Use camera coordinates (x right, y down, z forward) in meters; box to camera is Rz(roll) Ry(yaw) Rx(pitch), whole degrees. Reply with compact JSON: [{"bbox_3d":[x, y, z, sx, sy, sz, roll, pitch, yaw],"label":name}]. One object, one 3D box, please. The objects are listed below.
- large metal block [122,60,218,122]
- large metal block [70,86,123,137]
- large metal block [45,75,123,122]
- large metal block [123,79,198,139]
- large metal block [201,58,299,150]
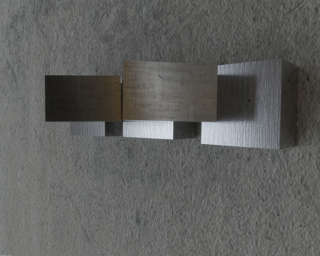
[{"bbox_3d":[0.005,-0.031,0.302,0.080,0.081,0.050,-172,84,-84],"label":"large metal block"},{"bbox_3d":[-0.089,-0.029,0.461,0.080,0.050,0.079,1,90,39],"label":"large metal block"},{"bbox_3d":[-0.086,-0.032,0.374,0.081,0.080,0.050,-1,90,-6],"label":"large metal block"},{"bbox_3d":[0.000,-0.028,0.389,0.080,0.050,0.079,1,91,39],"label":"large metal block"},{"bbox_3d":[0.091,-0.022,0.315,0.080,0.050,0.079,2,91,39],"label":"large metal block"}]
